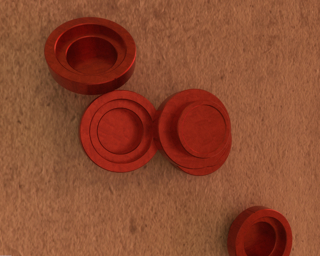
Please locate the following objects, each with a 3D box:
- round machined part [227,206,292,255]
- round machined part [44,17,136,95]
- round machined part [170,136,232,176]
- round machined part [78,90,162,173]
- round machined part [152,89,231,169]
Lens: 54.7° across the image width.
[{"bbox_3d":[0.140,0.162,0.454,0.099,0.042,0.097,0,90,-21],"label":"round machined part"},{"bbox_3d":[-0.077,-0.077,0.357,0.099,0.042,0.098,3,61,-6],"label":"round machined part"},{"bbox_3d":[0.057,0.017,0.422,0.099,0.042,0.097,0,90,-21],"label":"round machined part"},{"bbox_3d":[-0.051,0.004,0.382,0.099,0.042,0.097,0,90,-21],"label":"round machined part"},{"bbox_3d":[0.044,0.001,0.373,0.099,0.042,0.097,0,90,-21],"label":"round machined part"}]
